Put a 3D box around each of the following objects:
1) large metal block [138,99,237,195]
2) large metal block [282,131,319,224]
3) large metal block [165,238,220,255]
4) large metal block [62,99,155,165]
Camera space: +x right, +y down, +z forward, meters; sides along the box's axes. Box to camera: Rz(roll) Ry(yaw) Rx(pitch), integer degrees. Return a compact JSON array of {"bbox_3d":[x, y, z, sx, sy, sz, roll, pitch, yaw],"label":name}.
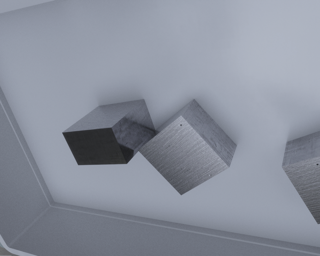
[{"bbox_3d":[0.034,0.025,0.386,0.080,0.050,0.080,47,125,-5],"label":"large metal block"},{"bbox_3d":[0.187,0.046,0.322,0.080,0.050,0.080,-26,104,37],"label":"large metal block"},{"bbox_3d":[0.046,0.234,0.496,0.080,0.080,0.050,8,122,24],"label":"large metal block"},{"bbox_3d":[-0.065,0.005,0.411,0.080,0.080,0.050,-5,116,31],"label":"large metal block"}]
